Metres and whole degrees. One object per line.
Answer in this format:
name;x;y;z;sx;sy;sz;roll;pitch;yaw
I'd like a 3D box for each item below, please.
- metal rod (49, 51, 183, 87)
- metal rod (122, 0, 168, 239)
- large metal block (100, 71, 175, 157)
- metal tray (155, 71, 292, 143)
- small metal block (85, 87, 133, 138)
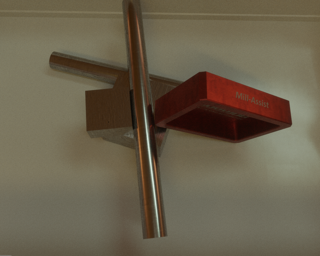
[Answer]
metal rod;-0.006;-0.061;0.431;0.302;0.025;0.025;14;71;4
metal rod;-0.022;-0.028;0.365;0.025;0.025;0.299;-6;70;-3
large metal block;-0.025;-0.017;0.401;0.080;0.050;0.080;17;71;6
metal tray;0.071;-0.017;0.352;0.131;0.090;0.030;12;68;-29
small metal block;-0.058;-0.018;0.361;0.050;0.025;0.050;-6;70;-3
